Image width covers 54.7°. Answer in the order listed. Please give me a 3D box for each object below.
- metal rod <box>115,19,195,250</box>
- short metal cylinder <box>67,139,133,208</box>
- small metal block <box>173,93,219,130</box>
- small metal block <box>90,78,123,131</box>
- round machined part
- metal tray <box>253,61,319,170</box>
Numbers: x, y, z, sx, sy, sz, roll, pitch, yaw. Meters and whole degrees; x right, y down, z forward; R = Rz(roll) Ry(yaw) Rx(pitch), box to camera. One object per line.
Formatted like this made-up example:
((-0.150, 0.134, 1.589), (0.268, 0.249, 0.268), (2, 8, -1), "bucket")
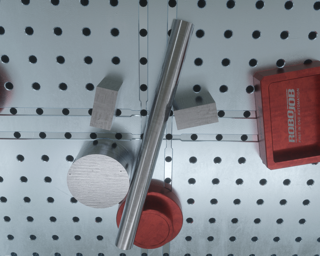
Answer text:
((-0.010, 0.016, 0.394), (0.025, 0.025, 0.298), (14, 100, -5), "metal rod")
((-0.079, 0.061, 0.422), (0.081, 0.050, 0.079), (0, 110, 0), "short metal cylinder")
((0.043, -0.022, 0.392), (0.050, 0.050, 0.025), (-11, 110, 4), "small metal block")
((-0.066, -0.031, 0.388), (0.025, 0.050, 0.050), (13, 110, -5), "small metal block")
((-0.015, 0.137, 0.454), (0.099, 0.042, 0.097), (0, 110, 0), "round machined part")
((0.177, -0.014, 0.406), (0.090, 0.030, 0.129), (-10, 110, 3), "metal tray")
